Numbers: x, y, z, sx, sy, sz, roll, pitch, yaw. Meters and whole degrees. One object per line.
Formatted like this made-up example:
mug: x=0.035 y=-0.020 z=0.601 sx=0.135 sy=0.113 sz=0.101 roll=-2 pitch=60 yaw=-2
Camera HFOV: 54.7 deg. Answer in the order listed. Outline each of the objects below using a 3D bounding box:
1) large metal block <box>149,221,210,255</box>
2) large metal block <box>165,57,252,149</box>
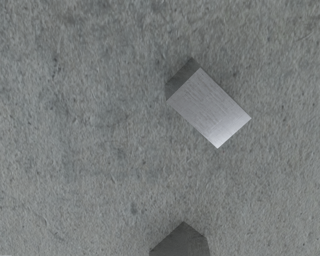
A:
large metal block: x=0.029 y=0.201 z=0.455 sx=0.050 sy=0.080 sz=0.080 roll=40 pitch=105 yaw=-14
large metal block: x=0.053 y=-0.033 z=0.369 sx=0.080 sy=0.080 sz=0.050 roll=42 pitch=105 yaw=-14
